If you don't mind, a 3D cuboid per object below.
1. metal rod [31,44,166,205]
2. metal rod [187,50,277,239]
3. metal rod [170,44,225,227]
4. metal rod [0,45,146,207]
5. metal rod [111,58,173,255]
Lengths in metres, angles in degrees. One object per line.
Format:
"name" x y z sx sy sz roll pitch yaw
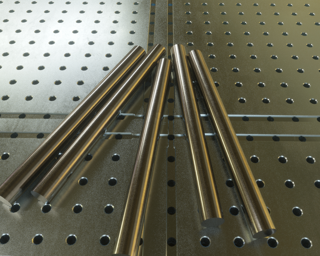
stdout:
"metal rod" -0.067 -0.026 0.430 0.025 0.025 0.301 20 53 16
"metal rod" 0.082 -0.005 0.412 0.025 0.025 0.300 -7 50 -6
"metal rod" 0.043 -0.015 0.421 0.025 0.025 0.300 -4 50 -3
"metal rod" -0.103 -0.023 0.426 0.025 0.025 0.301 22 53 17
"metal rod" -0.014 0.013 0.397 0.025 0.025 0.300 6 50 5
